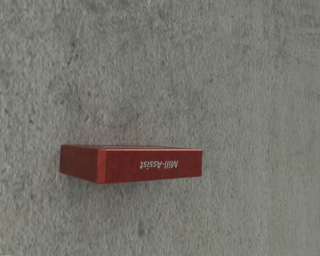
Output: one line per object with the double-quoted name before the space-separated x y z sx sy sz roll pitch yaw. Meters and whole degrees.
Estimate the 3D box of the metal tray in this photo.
"metal tray" -0.029 0.036 0.337 0.131 0.090 0.030 3 88 -40
